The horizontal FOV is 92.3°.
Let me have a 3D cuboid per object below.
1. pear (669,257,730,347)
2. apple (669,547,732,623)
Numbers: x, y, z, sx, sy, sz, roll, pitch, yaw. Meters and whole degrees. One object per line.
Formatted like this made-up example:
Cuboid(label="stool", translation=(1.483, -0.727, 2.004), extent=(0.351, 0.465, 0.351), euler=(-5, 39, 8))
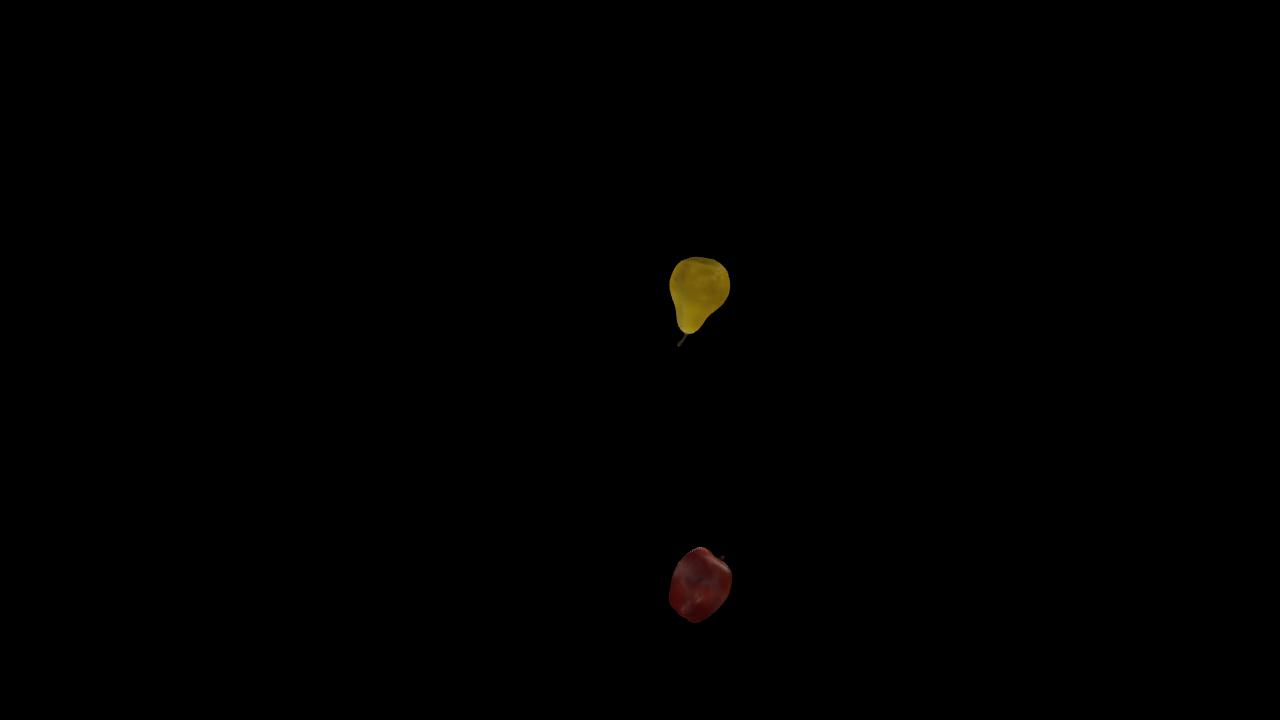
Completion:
Cuboid(label="pear", translation=(0.071, -0.071, 0.774), extent=(0.080, 0.111, 0.080), euler=(6, 24, -3))
Cuboid(label="apple", translation=(0.079, 0.292, 0.802), extent=(0.079, 0.093, 0.079), euler=(36, -3, 2))
